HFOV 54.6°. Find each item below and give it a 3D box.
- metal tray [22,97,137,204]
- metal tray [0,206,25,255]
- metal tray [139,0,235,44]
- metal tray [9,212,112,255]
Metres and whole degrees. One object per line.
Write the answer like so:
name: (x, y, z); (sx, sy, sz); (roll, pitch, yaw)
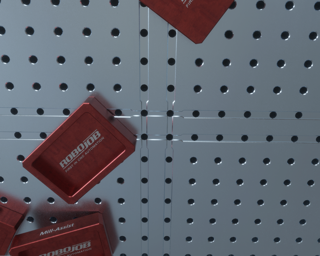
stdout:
metal tray: (-0.108, 0.033, 0.421); (0.130, 0.030, 0.090); (-41, 105, 13)
metal tray: (-0.276, 0.172, 0.471); (0.090, 0.030, 0.129); (27, 108, -10)
metal tray: (0.048, -0.173, 0.347); (0.090, 0.030, 0.130); (35, 106, -12)
metal tray: (-0.141, 0.187, 0.462); (0.131, 0.030, 0.089); (-13, 110, -10)
